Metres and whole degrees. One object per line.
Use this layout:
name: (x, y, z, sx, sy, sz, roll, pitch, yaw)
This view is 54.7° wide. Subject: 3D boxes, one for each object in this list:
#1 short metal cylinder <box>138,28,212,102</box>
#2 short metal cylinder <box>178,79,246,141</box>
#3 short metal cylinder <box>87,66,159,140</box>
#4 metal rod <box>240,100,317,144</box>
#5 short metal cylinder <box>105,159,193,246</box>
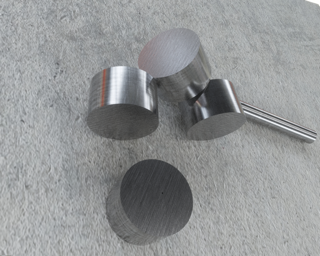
short metal cylinder: (0.019, -0.079, 0.393, 0.050, 0.080, 0.080, 53, 33, -50)
short metal cylinder: (0.069, -0.022, 0.420, 0.081, 0.080, 0.050, 0, 62, -28)
short metal cylinder: (-0.042, -0.026, 0.362, 0.081, 0.080, 0.050, 11, 57, -22)
metal rod: (0.124, -0.032, 0.489, 0.302, 0.025, 0.025, 19, 54, -17)
short metal cylinder: (-0.012, 0.080, 0.332, 0.081, 0.050, 0.080, 14, 56, -21)
